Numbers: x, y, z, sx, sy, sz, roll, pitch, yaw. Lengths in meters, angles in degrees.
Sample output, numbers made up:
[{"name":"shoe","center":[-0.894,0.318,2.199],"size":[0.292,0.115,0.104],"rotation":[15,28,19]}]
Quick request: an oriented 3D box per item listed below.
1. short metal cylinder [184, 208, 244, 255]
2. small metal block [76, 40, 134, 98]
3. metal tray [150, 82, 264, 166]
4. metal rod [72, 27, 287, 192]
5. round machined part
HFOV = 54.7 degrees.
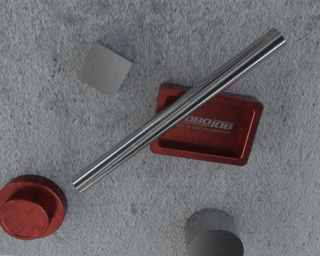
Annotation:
[{"name":"short metal cylinder","center":[0.078,0.167,0.459],"size":[0.081,0.050,0.079],"rotation":[0,110,-1]},{"name":"small metal block","center":[-0.067,-0.073,0.382],"size":[0.050,0.025,0.050],"rotation":[29,107,-11]},{"name":"metal tray","center":[0.058,-0.004,0.406],"size":[0.131,0.030,0.089],"rotation":[9,110,-4]},{"name":"metal rod","center":[0.013,-0.014,0.372],"size":[0.300,0.025,0.025],"rotation":[-36,107,12]},{"name":"round machined part","center":[-0.187,0.119,0.442],"size":[0.099,0.042,0.097],"rotation":[0,110,-1]}]
